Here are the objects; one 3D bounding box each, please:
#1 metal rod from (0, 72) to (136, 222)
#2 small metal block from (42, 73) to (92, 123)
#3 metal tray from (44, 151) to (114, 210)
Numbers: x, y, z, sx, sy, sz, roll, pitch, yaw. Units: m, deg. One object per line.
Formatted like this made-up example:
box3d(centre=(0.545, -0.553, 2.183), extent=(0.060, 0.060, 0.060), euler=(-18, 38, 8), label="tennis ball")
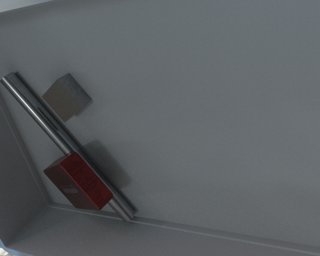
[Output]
box3d(centre=(-0.145, 0.036, 0.504), extent=(0.025, 0.025, 0.300), euler=(-32, 101, 38), label="metal rod")
box3d(centre=(-0.136, -0.043, 0.451), extent=(0.050, 0.025, 0.050), euler=(-33, 100, 38), label="small metal block")
box3d(centre=(-0.136, 0.089, 0.500), extent=(0.090, 0.030, 0.130), euler=(52, 149, -10), label="metal tray")
